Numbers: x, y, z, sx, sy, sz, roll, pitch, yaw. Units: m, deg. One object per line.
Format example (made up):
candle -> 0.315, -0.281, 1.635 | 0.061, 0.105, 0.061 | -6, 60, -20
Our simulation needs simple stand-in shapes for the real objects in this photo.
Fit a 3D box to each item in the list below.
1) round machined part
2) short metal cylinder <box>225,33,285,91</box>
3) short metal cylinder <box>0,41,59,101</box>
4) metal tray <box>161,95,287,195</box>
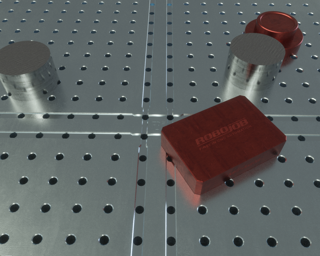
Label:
round machined part -> 0.198, -0.167, 0.538 | 0.099, 0.042, 0.098 | 0, 50, 0
short metal cylinder -> 0.145, -0.103, 0.478 | 0.080, 0.050, 0.080 | 0, 50, 0
short metal cylinder -> -0.198, -0.086, 0.462 | 0.080, 0.050, 0.080 | 0, 50, 0
metal tray -> 0.078, 0.016, 0.391 | 0.131, 0.030, 0.090 | -23, 54, -18
